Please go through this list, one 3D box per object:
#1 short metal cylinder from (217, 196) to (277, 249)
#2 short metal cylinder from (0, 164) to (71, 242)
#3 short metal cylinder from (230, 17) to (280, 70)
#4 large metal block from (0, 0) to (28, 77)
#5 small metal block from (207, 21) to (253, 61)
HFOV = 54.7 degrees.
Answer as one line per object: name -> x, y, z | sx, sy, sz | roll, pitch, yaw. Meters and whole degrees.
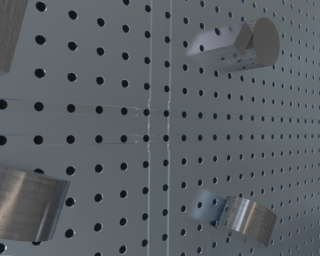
short metal cylinder -> 0.136, 0.149, 0.489 | 0.080, 0.080, 0.050 | 42, 65, -32
short metal cylinder -> -0.125, 0.061, 0.269 | 0.080, 0.080, 0.050 | 24, 75, -38
short metal cylinder -> 0.159, -0.141, 0.527 | 0.081, 0.050, 0.079 | 0, 90, -40
large metal block -> -0.164, -0.093, 0.256 | 0.081, 0.050, 0.080 | 17, 79, -39
small metal block -> 0.110, -0.135, 0.485 | 0.025, 0.050, 0.050 | 43, 64, -32
